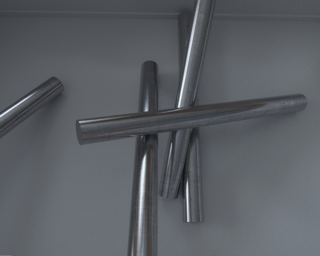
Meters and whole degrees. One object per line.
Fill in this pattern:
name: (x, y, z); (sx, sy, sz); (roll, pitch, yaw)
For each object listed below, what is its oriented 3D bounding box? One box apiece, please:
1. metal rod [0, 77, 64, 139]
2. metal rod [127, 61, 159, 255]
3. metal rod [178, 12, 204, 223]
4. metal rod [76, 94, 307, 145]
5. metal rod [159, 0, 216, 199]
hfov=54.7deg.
metal rod: (-0.216, 0.028, 0.335); (0.025, 0.025, 0.301); (30, 49, 10)
metal rod: (-0.015, 0.021, 0.338); (0.025, 0.025, 0.300); (0, 46, 0)
metal rod: (0.040, -0.028, 0.420); (0.025, 0.025, 0.299); (0, 70, 0)
metal rod: (0.057, -0.015, 0.361); (0.303, 0.025, 0.025); (-8, 69, -26)
metal rod: (0.037, -0.063, 0.373); (0.025, 0.025, 0.298); (11, 93, 3)
